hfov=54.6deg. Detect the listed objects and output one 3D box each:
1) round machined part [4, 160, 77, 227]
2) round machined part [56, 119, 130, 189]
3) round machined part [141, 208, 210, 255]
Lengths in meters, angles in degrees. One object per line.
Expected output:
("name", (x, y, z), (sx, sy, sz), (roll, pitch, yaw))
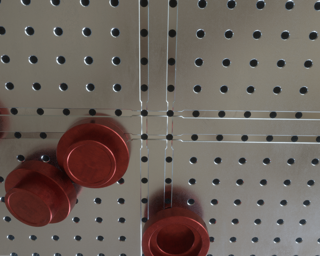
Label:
("round machined part", (-0.169, 0.096, 0.425), (0.098, 0.042, 0.097), (6, 120, 11))
("round machined part", (-0.091, 0.040, 0.418), (0.099, 0.042, 0.097), (0, 110, 0))
("round machined part", (0.023, 0.160, 0.463), (0.099, 0.042, 0.097), (0, 110, 0))
